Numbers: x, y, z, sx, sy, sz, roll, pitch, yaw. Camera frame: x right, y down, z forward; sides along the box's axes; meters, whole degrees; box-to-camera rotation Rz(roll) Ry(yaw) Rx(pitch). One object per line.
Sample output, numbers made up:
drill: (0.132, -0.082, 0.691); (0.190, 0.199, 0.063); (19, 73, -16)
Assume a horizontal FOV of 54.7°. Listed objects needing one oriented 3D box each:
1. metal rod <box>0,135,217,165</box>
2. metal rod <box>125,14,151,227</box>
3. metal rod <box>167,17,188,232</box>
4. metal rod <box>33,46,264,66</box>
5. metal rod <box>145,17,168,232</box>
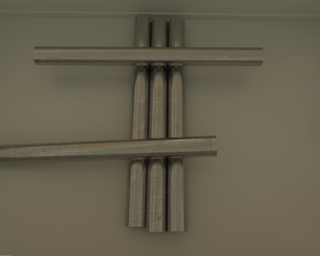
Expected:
metal rod: (-0.084, 0.028, 0.378); (0.302, 0.025, 0.025); (-3, 70, 6)
metal rod: (-0.027, -0.023, 0.417); (0.025, 0.025, 0.299); (1, 70, 0)
metal rod: (0.023, -0.019, 0.415); (0.025, 0.025, 0.299); (1, 70, 0)
metal rod: (-0.015, -0.096, 0.417); (0.302, 0.025, 0.025); (0, 70, 0)
metal rod: (-0.003, -0.018, 0.415); (0.025, 0.025, 0.299); (1, 70, 0)
